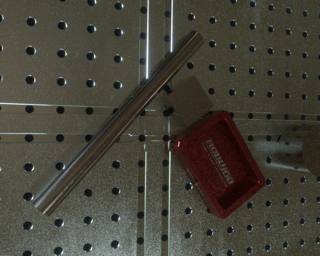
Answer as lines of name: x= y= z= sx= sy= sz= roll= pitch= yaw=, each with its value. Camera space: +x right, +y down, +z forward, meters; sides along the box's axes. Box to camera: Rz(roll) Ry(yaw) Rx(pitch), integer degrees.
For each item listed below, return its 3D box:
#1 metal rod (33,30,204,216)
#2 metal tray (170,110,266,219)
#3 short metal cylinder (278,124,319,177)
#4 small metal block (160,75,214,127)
metal rod: x=-0.044 y=-0.016 z=0.397 sx=0.025 sy=0.025 sz=0.300 roll=44 pitch=76 yaw=-15
metal tray: x=0.085 y=0.051 z=0.442 sx=0.090 sy=0.030 sz=0.130 roll=-34 pitch=101 yaw=-17
short metal cylinder: x=0.237 y=0.033 z=0.489 sx=0.081 sy=0.050 sz=0.079 roll=0 pitch=90 yaw=-20
small metal block: x=0.037 y=-0.036 z=0.428 sx=0.050 sy=0.025 sz=0.050 roll=-38 pitch=103 yaw=-16
